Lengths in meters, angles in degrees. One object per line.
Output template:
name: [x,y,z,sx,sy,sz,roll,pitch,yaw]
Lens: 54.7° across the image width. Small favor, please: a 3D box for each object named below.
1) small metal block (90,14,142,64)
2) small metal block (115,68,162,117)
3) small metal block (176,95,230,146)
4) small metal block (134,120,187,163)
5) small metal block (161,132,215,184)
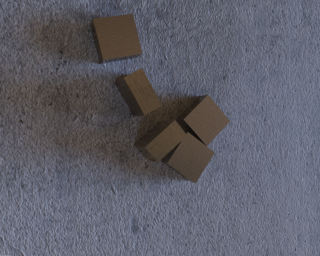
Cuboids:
small metal block: [-0.055,-0.111,0.388,0.050,0.025,0.050,-15,95,-20]
small metal block: [-0.028,-0.043,0.385,0.025,0.050,0.050,-32,101,-17]
small metal block: [0.060,-0.010,0.431,0.050,0.025,0.050,-45,104,-14]
small metal block: [-0.001,0.016,0.395,0.050,0.050,0.025,-42,104,-15]
small metal block: [0.038,0.040,0.423,0.050,0.025,0.050,37,78,-16]
